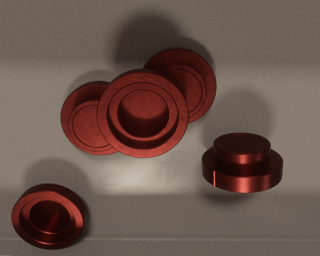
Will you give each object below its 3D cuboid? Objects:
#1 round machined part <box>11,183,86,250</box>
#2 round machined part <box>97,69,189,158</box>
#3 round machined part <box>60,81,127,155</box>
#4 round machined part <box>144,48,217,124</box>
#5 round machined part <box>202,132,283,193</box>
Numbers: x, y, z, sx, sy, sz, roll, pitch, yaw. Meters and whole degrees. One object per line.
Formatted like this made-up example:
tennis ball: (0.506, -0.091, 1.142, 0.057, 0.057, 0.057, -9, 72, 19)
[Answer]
round machined part: (-0.155, 0.122, 0.445, 0.099, 0.042, 0.097, 0, 110, -1)
round machined part: (-0.018, -0.019, 0.350, 0.099, 0.042, 0.097, 0, 110, -1)
round machined part: (-0.079, -0.008, 0.398, 0.099, 0.042, 0.097, 0, 110, -1)
round machined part: (0.022, -0.048, 0.385, 0.099, 0.042, 0.097, 0, 110, -1)
round machined part: (0.102, 0.037, 0.388, 0.099, 0.098, 0.042, -4, 110, 1)
